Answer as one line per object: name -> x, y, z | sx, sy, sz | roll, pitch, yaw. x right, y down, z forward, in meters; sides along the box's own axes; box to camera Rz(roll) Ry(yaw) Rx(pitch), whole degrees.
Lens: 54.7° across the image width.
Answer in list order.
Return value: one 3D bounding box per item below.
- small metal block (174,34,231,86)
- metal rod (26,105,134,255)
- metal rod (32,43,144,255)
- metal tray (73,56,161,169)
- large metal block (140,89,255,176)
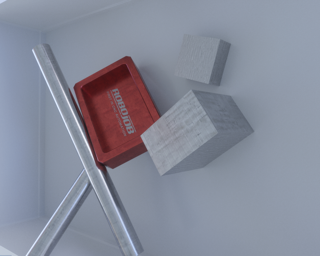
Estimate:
small metal block -> 0.049, -0.080, 0.365 | 0.050, 0.025, 0.050 | 22, 104, 37
metal rod -> -0.113, 0.095, 0.404 | 0.025, 0.025, 0.300 | 22, 74, 37
metal rod -> -0.097, 0.021, 0.397 | 0.025, 0.025, 0.299 | -36, 75, 34
metal tray -> -0.053, -0.023, 0.407 | 0.090, 0.030, 0.130 | -28, 62, 4
large metal block -> 0.041, 0.006, 0.336 | 0.080, 0.081, 0.050 | -42, 65, 32
